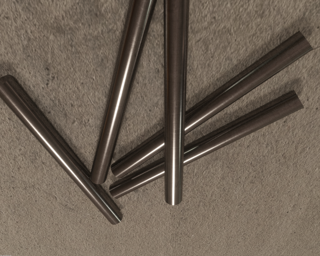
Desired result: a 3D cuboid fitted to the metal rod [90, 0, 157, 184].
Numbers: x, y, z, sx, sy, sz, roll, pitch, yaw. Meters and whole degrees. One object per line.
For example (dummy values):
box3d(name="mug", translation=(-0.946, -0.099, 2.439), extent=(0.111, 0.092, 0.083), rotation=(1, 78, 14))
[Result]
box3d(name="metal rod", translation=(-0.051, -0.034, 0.377), extent=(0.025, 0.025, 0.298), rotation=(12, 129, -11))

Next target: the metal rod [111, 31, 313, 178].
box3d(name="metal rod", translation=(0.046, -0.015, 0.394), extent=(0.299, 0.025, 0.025), rotation=(-36, 122, 26))

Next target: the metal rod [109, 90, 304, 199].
box3d(name="metal rod", translation=(0.049, 0.032, 0.435), extent=(0.300, 0.025, 0.025), rotation=(-29, 125, 22))

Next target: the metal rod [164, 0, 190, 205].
box3d(name="metal rod", translation=(0.017, -0.024, 0.361), extent=(0.025, 0.025, 0.298), rotation=(-1, 123, 0))

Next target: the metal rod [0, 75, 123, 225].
box3d(name="metal rod", translation=(-0.130, 0.052, 0.449), extent=(0.025, 0.025, 0.299), rotation=(-17, 129, 13))
